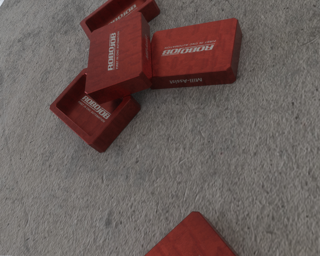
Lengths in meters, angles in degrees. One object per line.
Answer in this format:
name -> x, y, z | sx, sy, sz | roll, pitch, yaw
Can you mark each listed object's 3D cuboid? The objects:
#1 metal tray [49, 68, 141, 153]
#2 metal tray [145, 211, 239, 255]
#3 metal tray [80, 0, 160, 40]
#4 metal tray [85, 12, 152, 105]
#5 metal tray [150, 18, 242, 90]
metal tray -> -0.102, -0.031, 0.473 | 0.130, 0.030, 0.090 | 34, 80, 38
metal tray -> 0.018, 0.157, 0.295 | 0.130, 0.030, 0.090 | -42, 51, -1
metal tray -> -0.075, -0.201, 0.562 | 0.130, 0.030, 0.090 | -36, 51, 4
metal tray -> -0.060, -0.105, 0.457 | 0.090, 0.030, 0.130 | -16, 55, 19
metal tray -> 0.045, -0.104, 0.441 | 0.130, 0.030, 0.090 | -1, 61, 28
